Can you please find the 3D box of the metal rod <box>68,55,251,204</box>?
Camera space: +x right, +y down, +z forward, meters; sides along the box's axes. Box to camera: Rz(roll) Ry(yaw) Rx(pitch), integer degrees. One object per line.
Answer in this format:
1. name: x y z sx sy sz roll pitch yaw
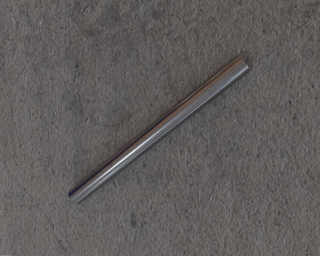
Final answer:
1. metal rod: -0.011 0.011 0.414 0.300 0.025 0.025 -38 78 15
